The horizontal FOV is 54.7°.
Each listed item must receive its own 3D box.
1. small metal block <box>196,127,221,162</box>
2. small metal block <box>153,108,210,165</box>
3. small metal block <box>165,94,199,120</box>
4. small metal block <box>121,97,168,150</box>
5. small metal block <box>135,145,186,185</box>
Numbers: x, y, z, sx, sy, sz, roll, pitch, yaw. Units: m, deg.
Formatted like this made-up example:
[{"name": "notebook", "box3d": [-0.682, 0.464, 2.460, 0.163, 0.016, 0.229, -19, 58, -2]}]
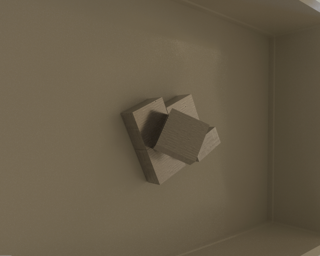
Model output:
[{"name": "small metal block", "box3d": [0.047, 0.021, 0.429, 0.050, 0.050, 0.025, -35, 112, -35]}, {"name": "small metal block", "box3d": [0.026, 0.011, 0.380, 0.050, 0.025, 0.050, 24, 71, -2]}, {"name": "small metal block", "box3d": [0.025, -0.014, 0.428, 0.050, 0.025, 0.050, -31, 110, -36]}, {"name": "small metal block", "box3d": [-0.015, -0.006, 0.394, 0.050, 0.025, 0.050, -31, 110, -36]}, {"name": "small metal block", "box3d": [0.001, 0.039, 0.408, 0.050, 0.025, 0.050, -31, 110, -36]}]
